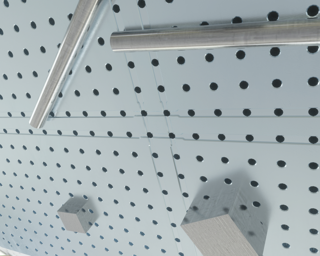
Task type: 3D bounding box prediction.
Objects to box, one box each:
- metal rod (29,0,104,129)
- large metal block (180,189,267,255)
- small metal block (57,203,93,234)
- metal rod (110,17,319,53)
[{"bbox_3d":[-0.127,-0.096,0.418,0.025,0.025,0.298,41,129,0],"label":"metal rod"},{"bbox_3d":[0.090,0.141,0.435,0.080,0.050,0.080,-28,103,37],"label":"large metal block"},{"bbox_3d":[-0.167,0.177,0.609,0.050,0.025,0.050,-2,118,29],"label":"small metal block"},{"bbox_3d":[0.082,-0.092,0.310,0.301,0.025,0.025,5,121,25],"label":"metal rod"}]
